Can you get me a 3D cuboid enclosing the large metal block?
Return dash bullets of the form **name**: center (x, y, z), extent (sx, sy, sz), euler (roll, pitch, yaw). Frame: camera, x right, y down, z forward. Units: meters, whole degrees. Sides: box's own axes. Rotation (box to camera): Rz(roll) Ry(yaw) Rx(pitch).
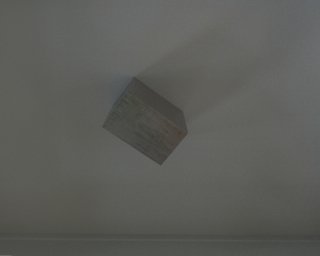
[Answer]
- **large metal block**: center (-0.016, -0.012, 0.378), extent (0.080, 0.080, 0.050), euler (35, 106, -12)
